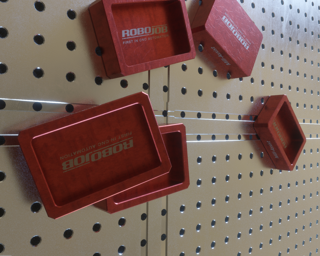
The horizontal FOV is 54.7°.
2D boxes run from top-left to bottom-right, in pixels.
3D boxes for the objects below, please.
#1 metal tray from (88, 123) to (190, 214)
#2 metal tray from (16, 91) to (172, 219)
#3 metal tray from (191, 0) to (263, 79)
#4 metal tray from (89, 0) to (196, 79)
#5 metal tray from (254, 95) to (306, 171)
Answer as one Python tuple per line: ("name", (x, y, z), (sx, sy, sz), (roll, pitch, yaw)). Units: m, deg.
("metal tray", (-0.021, 0.044, 0.389), (0.131, 0.030, 0.089), (-8, 95, -40))
("metal tray", (-0.063, 0.024, 0.318), (0.131, 0.030, 0.090), (-20, 98, -16))
("metal tray", (0.113, -0.153, 0.503), (0.130, 0.030, 0.090), (35, 69, -35))
("metal tray", (-0.016, -0.120, 0.394), (0.131, 0.030, 0.089), (-23, 105, -38))
("metal tray", (0.239, 0.010, 0.610), (0.090, 0.030, 0.130), (-52, 121, -27))
